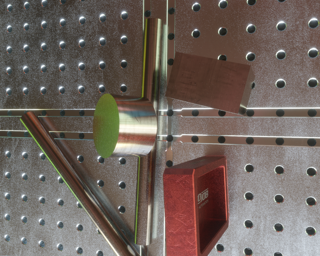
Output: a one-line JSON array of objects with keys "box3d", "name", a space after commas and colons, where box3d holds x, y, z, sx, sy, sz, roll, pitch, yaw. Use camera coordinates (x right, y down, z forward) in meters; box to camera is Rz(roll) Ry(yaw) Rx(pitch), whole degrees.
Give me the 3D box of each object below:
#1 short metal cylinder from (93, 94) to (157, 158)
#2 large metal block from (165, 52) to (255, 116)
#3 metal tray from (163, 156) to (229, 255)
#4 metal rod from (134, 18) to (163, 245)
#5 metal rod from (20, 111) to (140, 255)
[{"box3d": [-0.047, -0.002, 0.396, 0.080, 0.050, 0.080, -5, 84, 56], "name": "short metal cylinder"}, {"box3d": [0.062, -0.049, 0.361, 0.080, 0.080, 0.050, 15, 95, 19], "name": "large metal block"}, {"box3d": [0.045, 0.081, 0.340, 0.030, 0.131, 0.089, -3, 89, 25], "name": "metal tray"}, {"box3d": [-0.016, 0.006, 0.417, 0.025, 0.025, 0.298, 3, 91, 20], "name": "metal rod"}, {"box3d": [-0.113, 0.094, 0.452, 0.025, 0.025, 0.300, -44, 77, 15], "name": "metal rod"}]
